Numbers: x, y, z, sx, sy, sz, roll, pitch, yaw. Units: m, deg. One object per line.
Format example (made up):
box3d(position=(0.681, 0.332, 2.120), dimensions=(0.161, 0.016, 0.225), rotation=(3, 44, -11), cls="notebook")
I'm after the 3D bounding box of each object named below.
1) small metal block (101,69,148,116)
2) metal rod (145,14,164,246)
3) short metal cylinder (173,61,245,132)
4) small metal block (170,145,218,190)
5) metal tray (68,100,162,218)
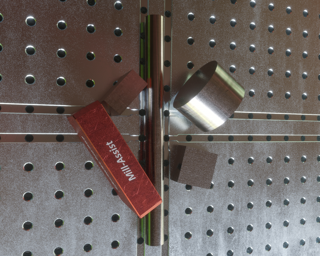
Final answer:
box3d(position=(-0.047, -0.042, 0.382), dimensions=(0.025, 0.050, 0.050), rotation=(43, 76, -15), cls="small metal block")
box3d(position=(-0.007, 0.003, 0.410), dimensions=(0.025, 0.025, 0.298), rotation=(0, 90, -20), cls="metal rod")
box3d(position=(0.063, -0.042, 0.408), dimensions=(0.050, 0.080, 0.080), rotation=(40, 77, -16), cls="short metal cylinder")
box3d(position=(0.048, 0.054, 0.432), dimensions=(0.050, 0.025, 0.050), rotation=(16, 85, -20), cls="small metal block")
box3d(position=(-0.055, 0.034, 0.358), dimensions=(0.030, 0.090, 0.130), rotation=(-34, 102, -17), cls="metal tray")
